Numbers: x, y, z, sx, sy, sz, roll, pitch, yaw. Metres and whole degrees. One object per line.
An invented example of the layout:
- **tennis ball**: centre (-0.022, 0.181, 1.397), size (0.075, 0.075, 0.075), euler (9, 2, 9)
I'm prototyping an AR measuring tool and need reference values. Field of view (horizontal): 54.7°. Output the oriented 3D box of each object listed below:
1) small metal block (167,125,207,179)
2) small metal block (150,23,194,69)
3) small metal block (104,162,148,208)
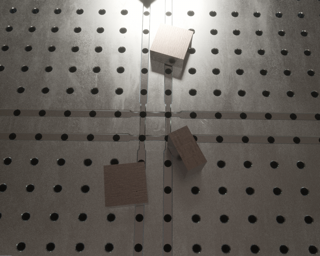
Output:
- **small metal block**: centre (0.032, 0.031, 0.387), size (0.025, 0.050, 0.050), euler (-25, 72, -9)
- **small metal block**: centre (0.017, -0.121, 0.456), size (0.050, 0.025, 0.050), euler (17, 71, 6)
- **small metal block**: centre (-0.042, 0.071, 0.385), size (0.050, 0.025, 0.050), euler (-5, 70, -3)
